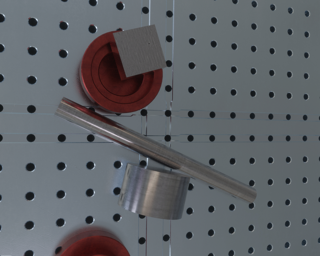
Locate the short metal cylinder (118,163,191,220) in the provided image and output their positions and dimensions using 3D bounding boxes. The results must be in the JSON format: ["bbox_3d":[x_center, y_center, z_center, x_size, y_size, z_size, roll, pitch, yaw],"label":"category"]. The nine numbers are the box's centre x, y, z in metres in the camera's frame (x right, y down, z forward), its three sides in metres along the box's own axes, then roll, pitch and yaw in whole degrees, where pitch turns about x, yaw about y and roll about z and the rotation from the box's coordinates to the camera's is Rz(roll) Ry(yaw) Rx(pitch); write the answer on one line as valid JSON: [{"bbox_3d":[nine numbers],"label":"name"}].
[{"bbox_3d":[-0.007,0.076,0.381,0.081,0.080,0.050,14,85,-20],"label":"short metal cylinder"}]

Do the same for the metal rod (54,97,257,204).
[{"bbox_3d":[0.008,0.038,0.415,0.301,0.025,0.025,27,81,-18],"label":"metal rod"}]

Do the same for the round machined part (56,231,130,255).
[{"bbox_3d":[-0.080,0.180,0.375,0.099,0.042,0.097,0,90,-20],"label":"round machined part"}]

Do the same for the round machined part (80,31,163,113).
[{"bbox_3d":[-0.050,-0.067,0.385,0.099,0.042,0.097,0,90,-20],"label":"round machined part"}]

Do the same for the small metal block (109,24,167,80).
[{"bbox_3d":[-0.026,-0.087,0.359,0.050,0.025,0.050,-19,96,-19],"label":"small metal block"}]
